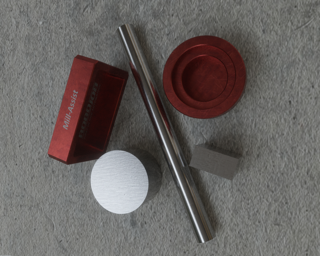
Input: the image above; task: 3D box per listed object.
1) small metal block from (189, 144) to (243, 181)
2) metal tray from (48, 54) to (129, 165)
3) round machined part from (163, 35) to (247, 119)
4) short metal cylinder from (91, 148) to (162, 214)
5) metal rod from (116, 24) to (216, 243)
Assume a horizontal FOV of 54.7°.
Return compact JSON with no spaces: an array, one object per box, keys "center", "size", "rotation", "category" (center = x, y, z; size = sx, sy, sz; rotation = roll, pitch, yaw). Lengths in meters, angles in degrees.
[{"center":[0.068,0.039,0.369],"size":[0.050,0.050,0.025],"rotation":[18,96,19],"category":"small metal block"},{"center":[-0.090,-0.022,0.406],"size":[0.030,0.090,0.129],"rotation":[20,96,19],"category":"metal tray"},{"center":[0.056,-0.060,0.381],"size":[0.098,0.042,0.097],"rotation":[0,90,19],"category":"round machined part"},{"center":[-0.043,0.067,0.411],"size":[0.080,0.050,0.079],"rotation":[0,90,19],"category":"short metal cylinder"},{"center":[0.005,0.001,0.408],"size":[0.025,0.025,0.299],"rotation":[-23,82,18],"category":"metal rod"}]
